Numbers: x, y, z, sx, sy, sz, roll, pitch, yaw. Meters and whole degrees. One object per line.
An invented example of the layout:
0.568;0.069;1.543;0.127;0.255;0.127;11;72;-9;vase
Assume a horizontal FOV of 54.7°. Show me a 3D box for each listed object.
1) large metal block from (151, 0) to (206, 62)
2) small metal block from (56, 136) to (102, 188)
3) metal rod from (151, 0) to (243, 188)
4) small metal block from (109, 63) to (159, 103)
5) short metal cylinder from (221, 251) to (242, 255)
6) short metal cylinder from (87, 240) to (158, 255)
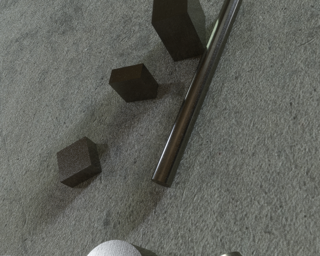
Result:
0.030;-0.157;0.448;0.050;0.080;0.080;-10;57;22;large metal block
-0.113;0.048;0.432;0.050;0.025;0.050;-29;52;9;small metal block
0.056;-0.065;0.413;0.025;0.025;0.300;10;67;32;metal rod
-0.037;-0.063;0.444;0.050;0.050;0.025;-6;59;24;small metal block
0.050;0.148;0.251;0.080;0.080;0.050;-40;51;1;short metal cylinder
-0.037;0.158;0.309;0.080;0.050;0.080;-13;56;20;short metal cylinder
